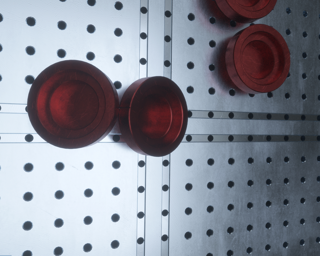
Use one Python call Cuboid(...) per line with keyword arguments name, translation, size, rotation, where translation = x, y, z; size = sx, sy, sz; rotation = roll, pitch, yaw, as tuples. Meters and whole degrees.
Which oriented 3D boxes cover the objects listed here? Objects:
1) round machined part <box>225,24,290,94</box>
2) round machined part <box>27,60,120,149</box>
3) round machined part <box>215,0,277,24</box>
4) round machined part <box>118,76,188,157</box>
Cuboid(name="round machined part", translation=(0.138, -0.099, 0.456), size=(0.099, 0.042, 0.097), rotation=(0, 90, -21))
Cuboid(name="round machined part", translation=(-0.095, -0.026, 0.356), size=(0.099, 0.042, 0.097), rotation=(0, 89, 4))
Cuboid(name="round machined part", translation=(0.118, -0.200, 0.449), size=(0.099, 0.042, 0.097), rotation=(0, 90, -21))
Cuboid(name="round machined part", translation=(-0.013, -0.014, 0.388), size=(0.099, 0.042, 0.097), rotation=(-3, 94, -44))
